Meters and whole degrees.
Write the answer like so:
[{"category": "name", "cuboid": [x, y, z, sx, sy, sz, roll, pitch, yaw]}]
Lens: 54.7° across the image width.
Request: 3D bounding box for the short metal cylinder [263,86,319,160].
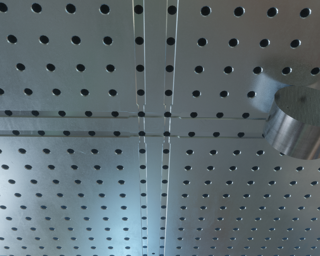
[{"category": "short metal cylinder", "cuboid": [0.171, -0.008, 0.372, 0.081, 0.080, 0.050, 3, 130, -3]}]
